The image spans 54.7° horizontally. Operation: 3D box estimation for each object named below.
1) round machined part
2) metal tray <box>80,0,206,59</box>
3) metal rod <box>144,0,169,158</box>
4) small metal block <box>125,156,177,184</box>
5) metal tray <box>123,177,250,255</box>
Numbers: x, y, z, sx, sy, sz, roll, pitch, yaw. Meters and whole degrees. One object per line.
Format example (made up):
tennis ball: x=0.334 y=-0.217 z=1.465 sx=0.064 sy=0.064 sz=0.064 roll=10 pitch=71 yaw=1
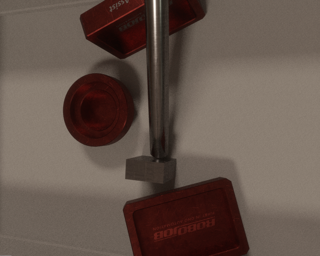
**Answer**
round machined part: x=-0.080 y=-0.024 z=0.429 sx=0.098 sy=0.042 sz=0.097 roll=0 pitch=90 yaw=19
metal tray: x=-0.018 y=-0.137 z=0.380 sx=0.130 sy=0.090 sz=0.030 roll=-23 pitch=77 yaw=18
metal rod: x=-0.003 y=-0.095 z=0.335 sx=0.025 sy=0.025 sz=0.298 roll=11 pitch=123 yaw=19
small metal block: x=-0.011 y=0.052 z=0.400 sx=0.050 sy=0.050 sz=0.025 roll=3 pitch=92 yaw=19
metal tray: x=0.030 y=0.118 z=0.369 sx=0.131 sy=0.030 sz=0.090 roll=-14 pitch=85 yaw=-6
